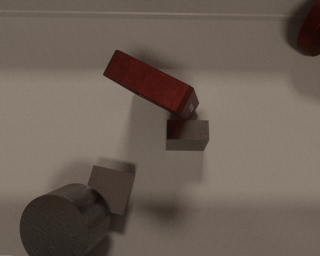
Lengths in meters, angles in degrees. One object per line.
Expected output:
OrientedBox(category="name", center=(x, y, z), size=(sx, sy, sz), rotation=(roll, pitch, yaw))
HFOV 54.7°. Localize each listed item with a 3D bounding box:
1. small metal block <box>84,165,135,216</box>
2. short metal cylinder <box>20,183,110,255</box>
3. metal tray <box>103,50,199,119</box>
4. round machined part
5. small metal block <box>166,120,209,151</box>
OrientedBox(category="small metal block", center=(-0.062, 0.077, 0.381), size=(0.050, 0.025, 0.050), rotation=(12, 70, 4))
OrientedBox(category="short metal cylinder", center=(-0.102, 0.106, 0.340), size=(0.080, 0.050, 0.079), rotation=(1, 94, 15))
OrientedBox(category="metal tray", center=(-0.003, -0.044, 0.369), size=(0.090, 0.130, 0.030), rotation=(28, 93, 9))
OrientedBox(category="round machined part", center=(0.238, -0.140, 0.421), size=(0.098, 0.098, 0.042), rotation=(-37, 58, -12))
OrientedBox(category="small metal block", center=(0.033, 0.010, 0.393), size=(0.050, 0.050, 0.025), rotation=(1, 70, 0))
